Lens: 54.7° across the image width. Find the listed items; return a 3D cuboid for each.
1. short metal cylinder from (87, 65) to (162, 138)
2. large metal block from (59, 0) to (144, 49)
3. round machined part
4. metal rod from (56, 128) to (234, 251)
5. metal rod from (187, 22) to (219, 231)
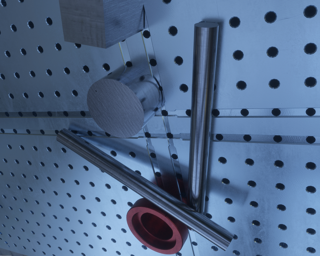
[{"bbox_3d":[-0.045,-0.034,0.396,0.080,0.050,0.079,13,124,20],"label":"short metal cylinder"},{"bbox_3d":[-0.058,-0.136,0.321,0.050,0.080,0.079,15,124,19],"label":"large metal block"},{"bbox_3d":[0.000,0.147,0.487,0.098,0.042,0.097,16,126,23],"label":"round machined part"},{"bbox_3d":[-0.032,0.082,0.456,0.301,0.025,0.025,30,128,17],"label":"metal rod"},{"bbox_3d":[0.051,0.021,0.396,0.025,0.025,0.298,12,124,21],"label":"metal rod"}]
